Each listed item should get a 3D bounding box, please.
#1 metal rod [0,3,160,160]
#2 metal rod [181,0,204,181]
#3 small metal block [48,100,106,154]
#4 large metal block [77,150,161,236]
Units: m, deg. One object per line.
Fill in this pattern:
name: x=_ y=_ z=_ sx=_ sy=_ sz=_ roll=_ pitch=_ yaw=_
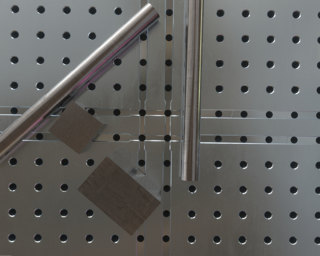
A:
metal rod: x=-0.120 y=-0.056 z=0.411 sx=0.300 sy=0.025 sz=0.025 roll=-42 pitch=91 yaw=-1
metal rod: x=0.044 y=-0.080 z=0.413 sx=0.025 sy=0.025 sz=0.298 roll=2 pitch=90 yaw=-1
small metal block: x=-0.109 y=-0.001 z=0.412 sx=0.050 sy=0.025 sz=0.050 roll=38 pitch=90 yaw=-1
large metal block: x=-0.046 y=0.076 z=0.385 sx=0.080 sy=0.080 sz=0.050 roll=41 pitch=90 yaw=-1
